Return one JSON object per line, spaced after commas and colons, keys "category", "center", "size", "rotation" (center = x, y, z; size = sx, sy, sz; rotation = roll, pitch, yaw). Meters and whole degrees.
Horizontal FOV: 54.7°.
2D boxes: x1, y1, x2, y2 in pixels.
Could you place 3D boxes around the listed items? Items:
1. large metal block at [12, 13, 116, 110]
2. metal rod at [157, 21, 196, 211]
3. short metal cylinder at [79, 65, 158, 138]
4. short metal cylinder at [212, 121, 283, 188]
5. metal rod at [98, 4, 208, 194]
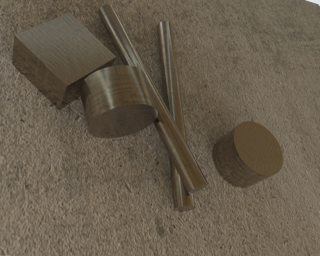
{"category": "large metal block", "center": [-0.116, -0.082, 0.375], "size": [0.080, 0.050, 0.080], "rotation": [44, 51, 2]}
{"category": "metal rod", "center": [0.018, -0.036, 0.435], "size": [0.025, 0.025, 0.299], "rotation": [9, 58, -23]}
{"category": "short metal cylinder", "center": [-0.048, -0.028, 0.360], "size": [0.081, 0.080, 0.050], "rotation": [-5, 64, -30]}
{"category": "short metal cylinder", "center": [0.121, 0.037, 0.430], "size": [0.081, 0.050, 0.080], "rotation": [14, 56, -21]}
{"category": "metal rod", "center": [-0.019, -0.054, 0.408], "size": [0.025, 0.025, 0.299], "rotation": [-11, 62, -33]}
